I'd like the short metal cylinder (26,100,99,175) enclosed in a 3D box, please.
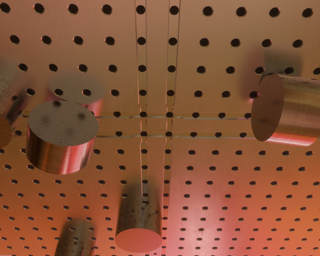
[{"bbox_3d":[-0.121,0.010,0.383,0.081,0.080,0.050,14,129,-12],"label":"short metal cylinder"}]

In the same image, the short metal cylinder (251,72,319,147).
[{"bbox_3d":[0.146,-0.021,0.359,0.050,0.080,0.079,8,130,-7],"label":"short metal cylinder"}]

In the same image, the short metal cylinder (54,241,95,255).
[{"bbox_3d":[-0.176,0.273,0.626,0.081,0.050,0.079,0,130,0],"label":"short metal cylinder"}]

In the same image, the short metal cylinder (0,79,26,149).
[{"bbox_3d":[-0.214,-0.018,0.378,0.081,0.050,0.079,0,130,0],"label":"short metal cylinder"}]

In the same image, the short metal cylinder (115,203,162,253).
[{"bbox_3d":[-0.036,0.176,0.545,0.081,0.050,0.079,0,130,0],"label":"short metal cylinder"}]
